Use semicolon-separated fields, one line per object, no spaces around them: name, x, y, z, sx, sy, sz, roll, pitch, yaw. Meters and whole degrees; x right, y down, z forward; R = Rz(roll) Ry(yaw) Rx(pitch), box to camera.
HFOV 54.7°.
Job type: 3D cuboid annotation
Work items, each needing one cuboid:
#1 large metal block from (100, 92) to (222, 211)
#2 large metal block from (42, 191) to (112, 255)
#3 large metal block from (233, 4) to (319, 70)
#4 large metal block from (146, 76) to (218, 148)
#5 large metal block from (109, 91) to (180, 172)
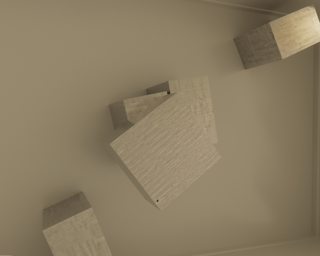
large metal block;0.000;0.022;0.313;0.080;0.050;0.080;-39;103;-16
large metal block;-0.091;0.126;0.348;0.050;0.080;0.080;-23;98;-19
large metal block;0.168;-0.128;0.445;0.081;0.080;0.050;-26;99;-18
large metal block;0.025;-0.018;0.392;0.050;0.080;0.079;-11;94;-20
large metal block;-0.021;0.003;0.374;0.050;0.080;0.080;-14;95;-20
